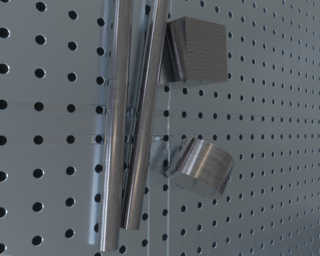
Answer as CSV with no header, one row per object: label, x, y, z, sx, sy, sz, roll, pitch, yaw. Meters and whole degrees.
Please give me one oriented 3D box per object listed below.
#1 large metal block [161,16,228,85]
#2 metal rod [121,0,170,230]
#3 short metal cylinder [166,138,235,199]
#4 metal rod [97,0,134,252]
large metal block,0.048,-0.103,0.433,0.081,0.050,0.079,-5,93,-40
metal rod,-0.018,-0.026,0.394,0.025,0.025,0.298,12,82,-40
short metal cylinder,0.055,0.056,0.420,0.080,0.080,0.050,41,65,-33
metal rod,-0.052,-0.010,0.365,0.025,0.025,0.298,5,87,-40
